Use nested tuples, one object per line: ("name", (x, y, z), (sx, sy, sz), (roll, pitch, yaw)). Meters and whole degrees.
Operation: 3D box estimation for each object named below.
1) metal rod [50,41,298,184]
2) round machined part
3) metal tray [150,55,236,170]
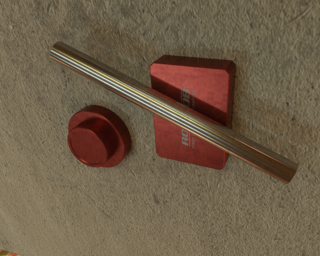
("metal rod", (0.007, -0.022, 0.348), (0.301, 0.025, 0.025), (28, 128, 9))
("round machined part", (-0.096, 0.019, 0.456), (0.098, 0.042, 0.097), (13, 124, 20))
("metal tray", (0.039, -0.018, 0.371), (0.090, 0.030, 0.129), (10, 123, 22))
